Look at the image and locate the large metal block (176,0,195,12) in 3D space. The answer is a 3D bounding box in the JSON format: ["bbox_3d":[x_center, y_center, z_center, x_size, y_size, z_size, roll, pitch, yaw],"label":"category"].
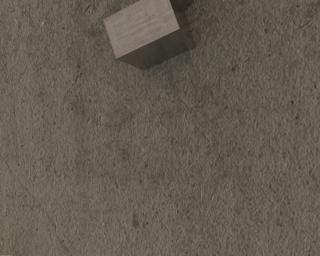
[{"bbox_3d":[0.008,-0.199,0.377,0.080,0.080,0.050,46,104,14],"label":"large metal block"}]

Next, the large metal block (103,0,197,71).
[{"bbox_3d":[-0.009,-0.116,0.383,0.080,0.080,0.050,-21,83,19],"label":"large metal block"}]
